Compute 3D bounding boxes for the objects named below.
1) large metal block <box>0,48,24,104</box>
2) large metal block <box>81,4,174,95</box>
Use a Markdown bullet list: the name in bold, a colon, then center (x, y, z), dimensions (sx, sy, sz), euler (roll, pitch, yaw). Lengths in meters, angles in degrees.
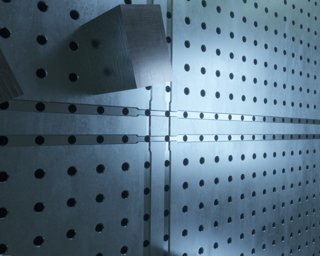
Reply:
- **large metal block**: center (-0.173, -0.046, 0.247), dimensions (0.080, 0.050, 0.080), euler (-33, 111, -35)
- **large metal block**: center (-0.037, -0.083, 0.341), dimensions (0.050, 0.080, 0.080), euler (-18, 102, -38)
